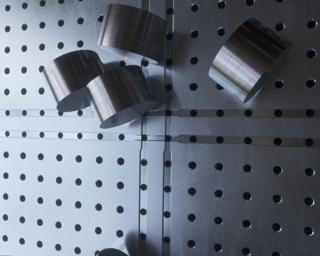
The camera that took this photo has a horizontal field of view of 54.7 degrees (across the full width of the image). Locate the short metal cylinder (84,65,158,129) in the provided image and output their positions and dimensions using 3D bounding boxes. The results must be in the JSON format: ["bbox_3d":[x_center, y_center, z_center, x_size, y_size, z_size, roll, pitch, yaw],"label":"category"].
[{"bbox_3d":[-0.050,-0.039,0.400,0.080,0.080,0.050,-27,81,17],"label":"short metal cylinder"}]

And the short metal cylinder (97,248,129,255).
[{"bbox_3d":[-0.066,0.207,0.405,0.080,0.080,0.050,45,104,14],"label":"short metal cylinder"}]

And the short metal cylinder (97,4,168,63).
[{"bbox_3d":[-0.035,-0.118,0.395,0.080,0.080,0.050,17,96,19],"label":"short metal cylinder"}]

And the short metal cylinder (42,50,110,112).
[{"bbox_3d":[-0.111,-0.062,0.421,0.080,0.080,0.050,-29,81,17],"label":"short metal cylinder"}]

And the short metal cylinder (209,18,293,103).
[{"bbox_3d":[0.101,-0.074,0.348,0.050,0.080,0.080,42,103,15],"label":"short metal cylinder"}]
